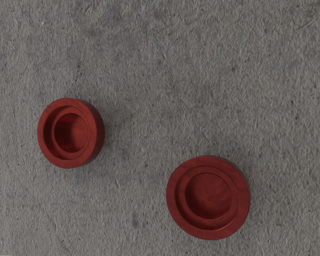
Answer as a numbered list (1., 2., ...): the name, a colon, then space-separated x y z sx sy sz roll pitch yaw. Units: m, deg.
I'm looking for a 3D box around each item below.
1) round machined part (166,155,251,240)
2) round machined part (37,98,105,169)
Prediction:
1. round machined part: 0.061 0.081 0.378 0.098 0.042 0.097 0 90 20
2. round machined part: -0.121 0.007 0.443 0.098 0.042 0.097 0 90 20
